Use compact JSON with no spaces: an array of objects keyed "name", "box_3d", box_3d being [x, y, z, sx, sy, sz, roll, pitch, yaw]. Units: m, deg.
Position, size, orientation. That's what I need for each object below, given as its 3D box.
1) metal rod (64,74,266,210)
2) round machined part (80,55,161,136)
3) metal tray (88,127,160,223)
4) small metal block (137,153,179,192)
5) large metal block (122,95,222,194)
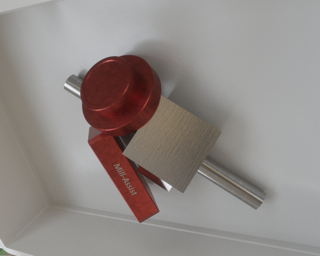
[{"name":"metal rod","box_3d":[0.002,0.015,0.414,0.301,0.025,0.025,32,128,7]},{"name":"round machined part","box_3d":[-0.052,-0.043,0.356,0.098,0.098,0.042,-2,158,28]},{"name":"metal tray","box_3d":[-0.051,0.055,0.426,0.030,0.090,0.130,-30,106,-4]},{"name":"small metal block","box_3d":[0.005,0.049,0.417,0.050,0.050,0.025,33,129,6]},{"name":"large metal block","box_3d":[0.015,0.020,0.368,0.080,0.050,0.080,32,86,7]}]
